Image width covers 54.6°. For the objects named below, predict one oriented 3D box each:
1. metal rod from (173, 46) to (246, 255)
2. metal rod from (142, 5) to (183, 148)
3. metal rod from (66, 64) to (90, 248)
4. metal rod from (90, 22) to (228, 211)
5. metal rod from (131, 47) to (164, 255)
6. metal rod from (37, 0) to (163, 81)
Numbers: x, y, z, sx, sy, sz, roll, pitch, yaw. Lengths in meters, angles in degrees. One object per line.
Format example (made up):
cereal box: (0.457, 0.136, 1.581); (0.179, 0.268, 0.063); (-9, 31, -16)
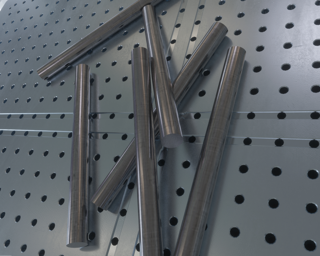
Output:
metal rod: (0.060, 0.030, 0.359); (0.025, 0.025, 0.300); (4, 64, 30)
metal rod: (-0.003, -0.095, 0.445); (0.025, 0.025, 0.300); (-22, 46, 15)
metal rod: (-0.118, 0.019, 0.459); (0.025, 0.025, 0.300); (-20, 54, 17)
metal rod: (0.005, -0.024, 0.421); (0.025, 0.025, 0.300); (25, 75, 37)
metal rod: (-0.017, 0.029, 0.374); (0.025, 0.025, 0.299); (-14, 64, 20)
metal rod: (-0.099, -0.180, 0.572); (0.300, 0.025, 0.025); (-32, 52, 7)
